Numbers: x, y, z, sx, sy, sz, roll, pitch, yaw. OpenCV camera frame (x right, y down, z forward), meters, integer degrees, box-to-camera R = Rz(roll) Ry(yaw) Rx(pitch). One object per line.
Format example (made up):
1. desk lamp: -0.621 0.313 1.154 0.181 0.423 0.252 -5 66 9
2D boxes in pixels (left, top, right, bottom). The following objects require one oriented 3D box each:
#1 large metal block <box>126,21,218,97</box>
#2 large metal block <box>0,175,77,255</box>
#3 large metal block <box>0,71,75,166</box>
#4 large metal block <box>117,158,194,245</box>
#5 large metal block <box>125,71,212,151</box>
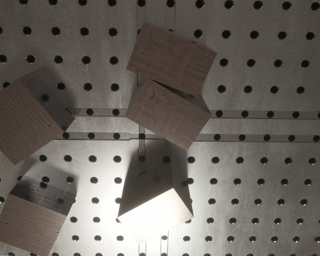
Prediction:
1. large metal block: 0.011 -0.082 0.354 0.080 0.080 0.050 21 109 -8
2. large metal block: -0.179 0.126 0.444 0.080 0.050 0.080 25 108 -10
3. large metal block: -0.172 -0.013 0.393 0.080 0.050 0.080 -32 107 11
4. large metal block: -0.006 0.097 0.420 0.080 0.080 0.050 -30 108 10
5. large metal block: 0.009 -0.027 0.374 0.080 0.080 0.050 29 107 -11
